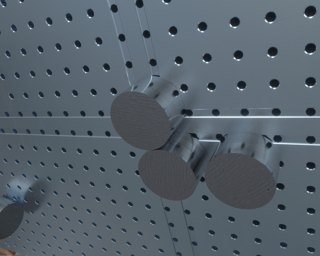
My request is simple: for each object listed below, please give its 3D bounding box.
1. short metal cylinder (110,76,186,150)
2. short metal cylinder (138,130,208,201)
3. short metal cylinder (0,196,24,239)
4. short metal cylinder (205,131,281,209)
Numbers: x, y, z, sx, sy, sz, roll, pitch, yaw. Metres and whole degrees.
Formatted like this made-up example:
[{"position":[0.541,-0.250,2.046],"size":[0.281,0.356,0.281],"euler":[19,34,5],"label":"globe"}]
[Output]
[{"position":[-0.014,-0.019,0.390],"size":[0.080,0.050,0.079],"euler":[13,124,20],"label":"short metal cylinder"},{"position":[0.018,0.050,0.415],"size":[0.080,0.050,0.079],"euler":[13,124,20],"label":"short metal cylinder"},{"position":[-0.347,0.194,0.675],"size":[0.050,0.080,0.079],"euler":[15,124,20],"label":"short metal cylinder"},{"position":[0.100,0.050,0.373],"size":[0.080,0.050,0.079],"euler":[13,124,20],"label":"short metal cylinder"}]
